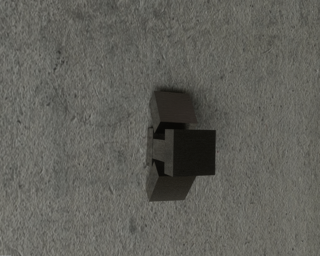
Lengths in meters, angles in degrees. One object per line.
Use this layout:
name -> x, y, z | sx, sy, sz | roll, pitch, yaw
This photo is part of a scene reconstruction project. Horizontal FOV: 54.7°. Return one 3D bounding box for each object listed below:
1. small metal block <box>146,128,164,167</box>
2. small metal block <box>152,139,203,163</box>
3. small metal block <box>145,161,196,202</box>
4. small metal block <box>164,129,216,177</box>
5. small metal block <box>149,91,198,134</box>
small metal block -> 0.010, 0.026, 0.416 | 0.050, 0.025, 0.050 | 3, 89, -21
small metal block -> 0.023, 0.027, 0.379 | 0.050, 0.050, 0.025 | 3, 89, -20
small metal block -> 0.013, 0.069, 0.403 | 0.050, 0.025, 0.050 | 2, 130, -20
small metal block -> 0.033, 0.027, 0.344 | 0.050, 0.025, 0.050 | 1, 90, -21
small metal block -> 0.016, -0.020, 0.405 | 0.050, 0.025, 0.050 | 3, 53, -20
